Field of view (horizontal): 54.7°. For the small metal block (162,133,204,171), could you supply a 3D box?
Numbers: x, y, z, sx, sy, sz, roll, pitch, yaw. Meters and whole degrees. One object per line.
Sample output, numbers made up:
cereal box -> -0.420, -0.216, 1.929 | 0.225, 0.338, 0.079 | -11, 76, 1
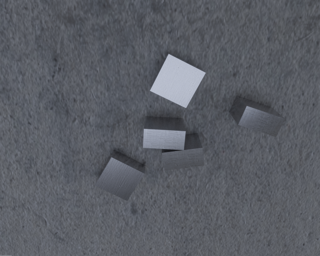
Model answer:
small metal block -> 0.029, 0.030, 0.408 | 0.050, 0.050, 0.025 | -7, 110, 2

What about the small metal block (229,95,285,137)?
small metal block -> 0.121, -0.016, 0.392 | 0.050, 0.050, 0.025 | 18, 109, -7

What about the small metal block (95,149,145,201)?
small metal block -> -0.055, 0.066, 0.433 | 0.050, 0.025, 0.050 | 28, 107, -11

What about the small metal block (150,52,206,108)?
small metal block -> 0.021, -0.060, 0.388 | 0.050, 0.025, 0.050 | 25, 108, -10

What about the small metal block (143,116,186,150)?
small metal block -> 0.005, 0.006, 0.399 | 0.050, 0.050, 0.025 | 3, 110, -2
